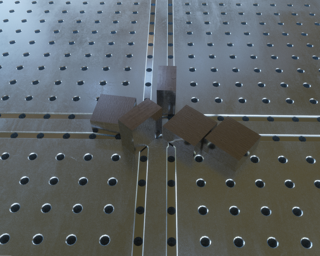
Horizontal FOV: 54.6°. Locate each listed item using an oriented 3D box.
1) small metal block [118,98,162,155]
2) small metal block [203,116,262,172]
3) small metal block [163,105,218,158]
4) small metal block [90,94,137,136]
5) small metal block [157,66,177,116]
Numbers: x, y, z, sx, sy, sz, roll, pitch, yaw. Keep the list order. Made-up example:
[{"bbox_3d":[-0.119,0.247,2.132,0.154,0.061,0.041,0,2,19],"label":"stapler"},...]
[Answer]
[{"bbox_3d":[-0.024,-0.002,0.393,0.025,0.050,0.050,36,59,26],"label":"small metal block"},{"bbox_3d":[0.090,0.019,0.392,0.050,0.025,0.050,35,58,26],"label":"small metal block"},{"bbox_3d":[0.039,0.003,0.405,0.050,0.025,0.050,33,57,24],"label":"small metal block"},{"bbox_3d":[-0.062,-0.018,0.423,0.050,0.025,0.050,7,50,6],"label":"small metal block"},{"bbox_3d":[0.010,-0.052,0.435,0.025,0.050,0.050,2,50,2],"label":"small metal block"}]
